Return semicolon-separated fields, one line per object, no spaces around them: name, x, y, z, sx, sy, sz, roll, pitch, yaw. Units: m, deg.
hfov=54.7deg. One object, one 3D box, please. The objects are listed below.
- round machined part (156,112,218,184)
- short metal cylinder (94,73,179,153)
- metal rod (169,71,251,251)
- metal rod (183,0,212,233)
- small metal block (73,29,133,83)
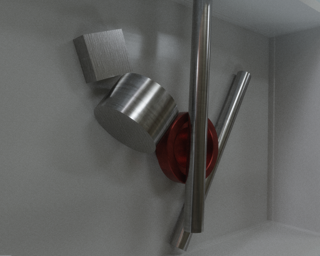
round machined part;0.033;0.027;0.425;0.099;0.042;0.097;0;90;-40
short metal cylinder;-0.026;-0.016;0.350;0.080;0.080;0.050;49;61;-29
metal rod;0.084;0.038;0.479;0.025;0.025;0.300;39;66;-34
metal rod;0.049;-0.021;0.395;0.025;0.025;0.298;6;86;-40
small metal block;-0.064;-0.082;0.354;0.050;0.025;0.050;-24;105;-38
